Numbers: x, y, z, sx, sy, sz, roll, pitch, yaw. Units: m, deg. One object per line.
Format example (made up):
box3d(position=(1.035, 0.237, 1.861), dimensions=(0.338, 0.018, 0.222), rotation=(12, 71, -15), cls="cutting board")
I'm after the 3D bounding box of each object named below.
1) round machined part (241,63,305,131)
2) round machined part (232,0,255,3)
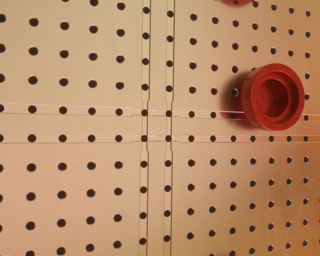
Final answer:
box3d(position=(0.162, -0.044, 0.463), dimensions=(0.099, 0.042, 0.097), rotation=(0, 90, -20), cls="round machined part")
box3d(position=(0.129, -0.238, 0.450), dimensions=(0.099, 0.042, 0.097), rotation=(0, 90, -20), cls="round machined part")
